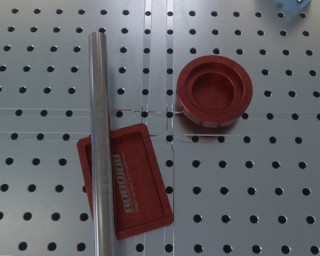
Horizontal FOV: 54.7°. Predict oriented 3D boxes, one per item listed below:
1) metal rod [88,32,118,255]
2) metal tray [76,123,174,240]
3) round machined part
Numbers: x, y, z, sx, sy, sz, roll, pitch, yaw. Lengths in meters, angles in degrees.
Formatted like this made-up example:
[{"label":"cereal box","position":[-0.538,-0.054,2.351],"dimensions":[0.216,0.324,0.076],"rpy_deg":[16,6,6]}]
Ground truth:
[{"label":"metal rod","position":[-0.070,0.016,0.373],"dimensions":[0.025,0.025,0.299],"rpy_deg":[-5,70,-2]},{"label":"metal tray","position":[-0.044,0.067,0.384],"dimensions":[0.091,0.030,0.130],"rpy_deg":[-15,71,-6]},{"label":"round machined part","position":[0.071,-0.046,0.420],"dimensions":[0.099,0.042,0.098],"rpy_deg":[0,70,0]}]
